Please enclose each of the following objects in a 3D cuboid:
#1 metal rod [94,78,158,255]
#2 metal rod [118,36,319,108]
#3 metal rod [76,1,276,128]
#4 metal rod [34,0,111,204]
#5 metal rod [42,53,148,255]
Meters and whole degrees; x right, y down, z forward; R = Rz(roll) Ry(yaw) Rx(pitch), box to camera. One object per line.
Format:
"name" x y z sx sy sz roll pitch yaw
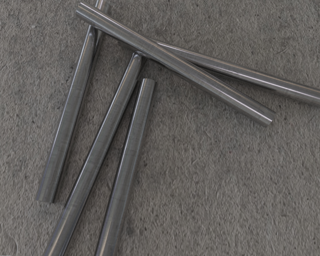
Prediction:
"metal rod" -0.046 0.075 0.380 0.025 0.025 0.299 12 70 4
"metal rod" 0.085 -0.085 0.439 0.301 0.025 0.025 19 71 6
"metal rod" 0.019 -0.088 0.423 0.301 0.025 0.025 31 73 4
"metal rod" -0.113 -0.049 0.425 0.025 0.025 0.299 9 70 3
"metal rod" -0.079 0.033 0.395 0.025 0.025 0.300 18 71 6
